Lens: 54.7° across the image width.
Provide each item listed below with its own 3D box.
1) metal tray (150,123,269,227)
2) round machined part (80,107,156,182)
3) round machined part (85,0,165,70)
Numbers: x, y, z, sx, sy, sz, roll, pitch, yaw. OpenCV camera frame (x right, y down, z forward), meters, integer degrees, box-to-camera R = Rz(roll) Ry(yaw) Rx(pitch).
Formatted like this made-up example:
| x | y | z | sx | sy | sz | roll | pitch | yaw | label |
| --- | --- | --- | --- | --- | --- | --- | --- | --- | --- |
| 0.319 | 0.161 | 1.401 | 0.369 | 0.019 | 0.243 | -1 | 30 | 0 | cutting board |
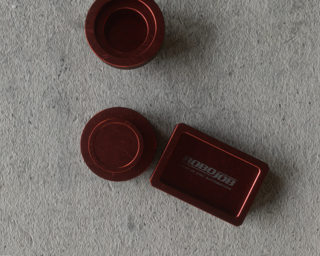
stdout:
| x | y | z | sx | sy | sz | roll | pitch | yaw | label |
| --- | --- | --- | --- | --- | --- | --- | --- | --- | --- |
| 0.063 | 0.059 | 0.408 | 0.131 | 0.030 | 0.090 | 26 | 90 | -1 | metal tray |
| -0.054 | 0.021 | 0.401 | 0.099 | 0.042 | 0.097 | 0 | 90 | -1 | round machined part |
| -0.043 | -0.124 | 0.401 | 0.099 | 0.042 | 0.097 | 0 | 90 | -1 | round machined part |
